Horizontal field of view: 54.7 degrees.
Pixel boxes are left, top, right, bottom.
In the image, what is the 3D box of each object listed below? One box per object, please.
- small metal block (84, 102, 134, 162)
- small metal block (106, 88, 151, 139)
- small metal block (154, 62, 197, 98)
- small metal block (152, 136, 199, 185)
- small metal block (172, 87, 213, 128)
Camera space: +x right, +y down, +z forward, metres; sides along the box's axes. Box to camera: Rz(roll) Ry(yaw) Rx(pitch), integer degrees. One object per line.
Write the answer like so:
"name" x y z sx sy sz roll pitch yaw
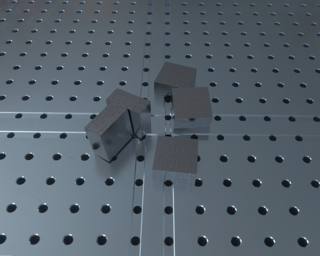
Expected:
"small metal block" -0.062 0.005 0.385 0.025 0.050 0.050 24 55 25
"small metal block" -0.040 -0.019 0.407 0.050 0.050 0.025 23 53 17
"small metal block" 0.024 -0.070 0.467 0.050 0.025 0.050 16 51 12
"small metal block" 0.019 0.039 0.376 0.050 0.025 0.050 6 50 4
"small metal block" 0.043 -0.028 0.427 0.050 0.025 0.050 -2 60 -3
